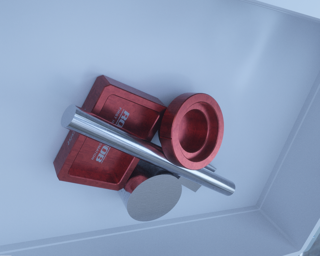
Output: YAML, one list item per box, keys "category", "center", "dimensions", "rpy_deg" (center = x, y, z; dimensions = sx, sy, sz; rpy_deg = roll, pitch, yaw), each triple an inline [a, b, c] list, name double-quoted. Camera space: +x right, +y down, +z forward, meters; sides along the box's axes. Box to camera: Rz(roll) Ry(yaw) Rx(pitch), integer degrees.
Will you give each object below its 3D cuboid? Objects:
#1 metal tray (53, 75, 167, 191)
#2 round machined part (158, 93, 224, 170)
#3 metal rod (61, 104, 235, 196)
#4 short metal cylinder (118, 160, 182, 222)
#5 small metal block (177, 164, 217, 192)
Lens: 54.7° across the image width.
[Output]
- category: "metal tray"
  center: [-0.060, 0.011, 0.378]
  dimensions: [0.091, 0.030, 0.129]
  rpy_deg: [20, 108, -36]
- category: "round machined part"
  center: [0.036, 0.003, 0.403]
  dimensions: [0.099, 0.042, 0.097]
  rpy_deg: [-7, 101, -41]
- category: "metal rod"
  center: [0.010, 0.043, 0.403]
  dimensions: [0.301, 0.025, 0.025]
  rpy_deg: [29, 102, -40]
- category: "short metal cylinder"
  center: [-0.017, 0.083, 0.433]
  dimensions: [0.081, 0.050, 0.079]
  rpy_deg: [-14, 125, -21]
- category: "small metal block"
  center: [0.051, 0.065, 0.476]
  dimensions: [0.050, 0.025, 0.050]
  rpy_deg: [-49, 129, 6]
